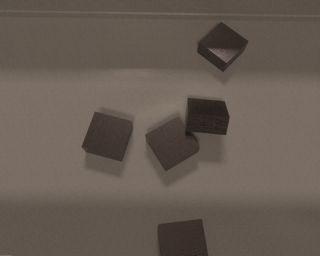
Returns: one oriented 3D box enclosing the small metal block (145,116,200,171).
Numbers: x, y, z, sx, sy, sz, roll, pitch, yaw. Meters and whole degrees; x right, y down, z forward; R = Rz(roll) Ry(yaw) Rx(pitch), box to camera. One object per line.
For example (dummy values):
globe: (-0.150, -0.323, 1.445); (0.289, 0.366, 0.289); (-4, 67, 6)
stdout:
small metal block: (0.016, 0.020, 0.402); (0.050, 0.025, 0.050); (-30, 73, -11)

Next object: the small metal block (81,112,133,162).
small metal block: (-0.067, 0.011, 0.405); (0.050, 0.025, 0.050); (15, 71, 5)

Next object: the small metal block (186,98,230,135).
small metal block: (0.060, -0.016, 0.402); (0.050, 0.025, 0.050); (5, 28, 1)

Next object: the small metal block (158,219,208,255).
small metal block: (0.026, 0.135, 0.357); (0.050, 0.025, 0.050); (-4, 66, -7)

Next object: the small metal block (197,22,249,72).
small metal block: (0.091, -0.119, 0.454); (0.050, 0.025, 0.050); (41, 75, 13)
